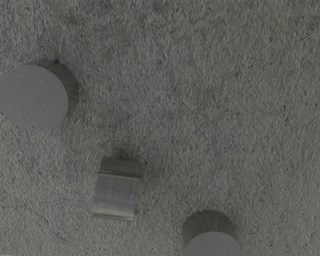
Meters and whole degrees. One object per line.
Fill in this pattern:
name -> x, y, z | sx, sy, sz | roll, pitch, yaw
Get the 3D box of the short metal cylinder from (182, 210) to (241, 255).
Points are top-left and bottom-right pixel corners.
short metal cylinder -> 0.074, 0.170, 0.460 | 0.081, 0.050, 0.079 | 0, 110, 0

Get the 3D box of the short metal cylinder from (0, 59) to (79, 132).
short metal cylinder -> -0.146, -0.041, 0.380 | 0.081, 0.050, 0.079 | 0, 110, 0

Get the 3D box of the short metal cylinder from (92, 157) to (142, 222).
short metal cylinder -> -0.055, 0.081, 0.410 | 0.050, 0.080, 0.079 | 9, 110, -3
